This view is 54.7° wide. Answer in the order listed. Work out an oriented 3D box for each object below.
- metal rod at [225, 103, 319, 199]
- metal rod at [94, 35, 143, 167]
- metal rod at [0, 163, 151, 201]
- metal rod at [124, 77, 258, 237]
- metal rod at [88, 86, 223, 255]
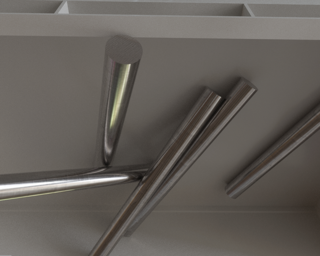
[{"bbox_3d":[0.190,0.005,0.414,0.025,0.025,0.298,24,126,-19],"label":"metal rod"},{"bbox_3d":[-0.057,0.009,0.340,0.025,0.025,0.299,10,153,-9],"label":"metal rod"},{"bbox_3d":[-0.098,0.059,0.351,0.025,0.025,0.302,-42,153,30],"label":"metal rod"},{"bbox_3d":[0.025,0.055,0.430,0.025,0.025,0.298,26,117,-21],"label":"metal rod"},{"bbox_3d":[-0.014,0.075,0.415,0.025,0.025,0.299,28,107,-22],"label":"metal rod"}]
